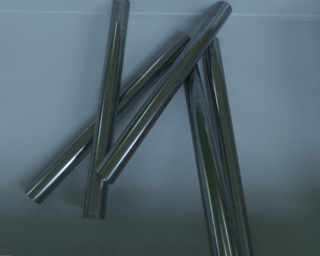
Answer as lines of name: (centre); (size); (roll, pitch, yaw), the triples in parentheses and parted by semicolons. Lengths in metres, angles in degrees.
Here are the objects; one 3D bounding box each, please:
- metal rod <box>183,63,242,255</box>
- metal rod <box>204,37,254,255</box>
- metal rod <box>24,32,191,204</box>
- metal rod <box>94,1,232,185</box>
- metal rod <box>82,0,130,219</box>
metal rod: (0.049, 0.019, 0.340); (0.025, 0.025, 0.300); (-3, 46, -1)
metal rod: (0.085, 0.012, 0.405); (0.025, 0.025, 0.299); (-4, 70, -2)
metal rod: (-0.059, -0.023, 0.417); (0.025, 0.025, 0.301); (38, 74, 12)
metal rod: (0.016, -0.060, 0.395); (0.025, 0.025, 0.300); (30, 67, 10)
metal rod: (-0.065, -0.039, 0.395); (0.025, 0.025, 0.299); (3, 70, 1)
